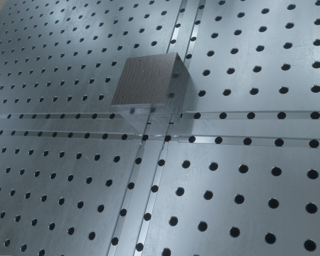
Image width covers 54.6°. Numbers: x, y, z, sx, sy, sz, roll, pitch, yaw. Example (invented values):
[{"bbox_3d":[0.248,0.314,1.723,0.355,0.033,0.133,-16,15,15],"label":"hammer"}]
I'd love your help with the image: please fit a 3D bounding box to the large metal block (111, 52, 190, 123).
[{"bbox_3d":[-0.011,-0.054,0.432,0.080,0.050,0.080,0,62,28],"label":"large metal block"}]
